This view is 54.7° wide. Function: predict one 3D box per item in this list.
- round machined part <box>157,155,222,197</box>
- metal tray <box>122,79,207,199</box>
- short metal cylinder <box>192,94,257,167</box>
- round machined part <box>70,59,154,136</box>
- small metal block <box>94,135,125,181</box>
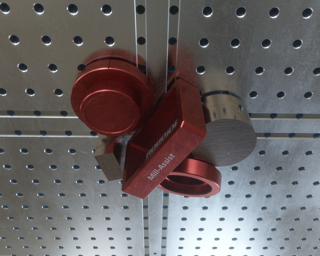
[{"bbox_3d":[0.037,0.060,0.432,0.099,0.042,0.098,9,152,5],"label":"round machined part"},{"bbox_3d":[0.001,0.014,0.376,0.030,0.090,0.129,26,125,-21],"label":"metal tray"},{"bbox_3d":[0.076,0.004,0.394,0.081,0.050,0.079,0,130,0],"label":"short metal cylinder"},{"bbox_3d":[-0.057,-0.028,0.370,0.099,0.042,0.097,0,130,0],"label":"round machined part"},{"bbox_3d":[-0.064,0.035,0.419,0.025,0.050,0.050,-12,129,10],"label":"small metal block"}]
